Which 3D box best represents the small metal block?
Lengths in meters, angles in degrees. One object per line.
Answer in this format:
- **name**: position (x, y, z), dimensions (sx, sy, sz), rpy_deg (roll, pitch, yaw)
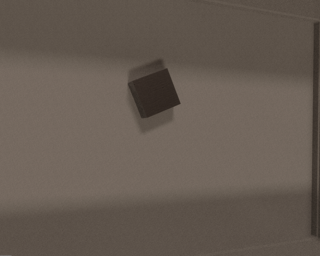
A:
- **small metal block**: position (-0.008, -0.045, 0.409), dimensions (0.050, 0.025, 0.050), rpy_deg (-24, 98, -19)
